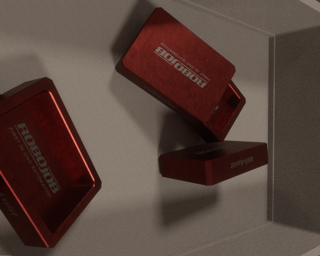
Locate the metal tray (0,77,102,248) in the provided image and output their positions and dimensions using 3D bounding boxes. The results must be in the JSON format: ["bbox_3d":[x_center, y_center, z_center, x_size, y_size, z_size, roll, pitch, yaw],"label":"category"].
[{"bbox_3d":[-0.110,0.030,0.282,0.090,0.030,0.129,-54,131,-53],"label":"metal tray"}]

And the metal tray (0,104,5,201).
[{"bbox_3d":[-0.157,0.005,0.234,0.030,0.090,0.129,-2,92,1],"label":"metal tray"}]

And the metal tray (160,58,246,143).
[{"bbox_3d":[0.061,-0.052,0.445,0.130,0.030,0.090,47,62,-22],"label":"metal tray"}]

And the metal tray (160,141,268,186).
[{"bbox_3d":[0.077,0.044,0.430,0.131,0.090,0.030,-10,97,-40],"label":"metal tray"}]

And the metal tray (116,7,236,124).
[{"bbox_3d":[0.023,-0.075,0.391,0.130,0.030,0.090,34,76,-16],"label":"metal tray"}]
